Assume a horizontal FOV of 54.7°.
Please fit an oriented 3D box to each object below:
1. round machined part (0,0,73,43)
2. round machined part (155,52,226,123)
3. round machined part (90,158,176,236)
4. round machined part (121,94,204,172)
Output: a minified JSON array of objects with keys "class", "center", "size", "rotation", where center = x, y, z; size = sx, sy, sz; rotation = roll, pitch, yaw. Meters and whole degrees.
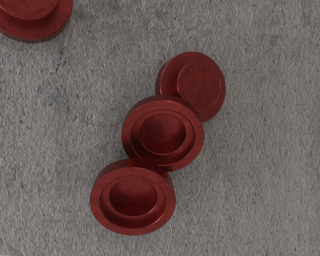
[{"class":"round machined part","center":[-0.148,-0.148,0.345],"size":[0.099,0.042,0.097],"rotation":[0,90,-20]},{"class":"round machined part","center":[0.047,-0.054,0.417],"size":[0.099,0.042,0.097],"rotation":[0,90,-20]},{"class":"round machined part","center":[-0.031,0.078,0.374],"size":[0.099,0.042,0.097],"rotation":[-1,115,-2]},{"class":"round machined part","center":[0.003,0.004,0.386],"size":[0.099,0.042,0.097],"rotation":[0,116,-1]}]
